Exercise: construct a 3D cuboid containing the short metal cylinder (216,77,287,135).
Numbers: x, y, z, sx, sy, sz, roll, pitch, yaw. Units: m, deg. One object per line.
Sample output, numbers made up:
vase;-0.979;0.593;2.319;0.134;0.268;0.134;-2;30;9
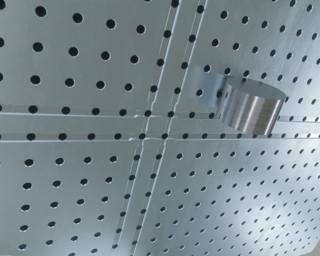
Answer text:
short metal cylinder;0.122;-0.032;0.422;0.081;0.080;0.050;-2;119;-28
